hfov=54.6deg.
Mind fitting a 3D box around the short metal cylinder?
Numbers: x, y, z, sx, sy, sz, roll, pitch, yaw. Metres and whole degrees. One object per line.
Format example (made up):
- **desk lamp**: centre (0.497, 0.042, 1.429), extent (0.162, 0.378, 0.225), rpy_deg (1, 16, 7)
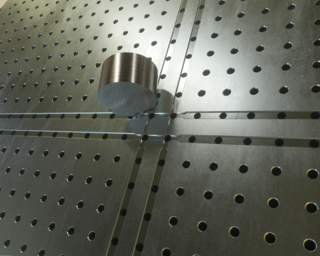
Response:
- **short metal cylinder**: centre (-0.044, -0.059, 0.433), extent (0.080, 0.080, 0.050), rpy_deg (-12, 57, 22)
